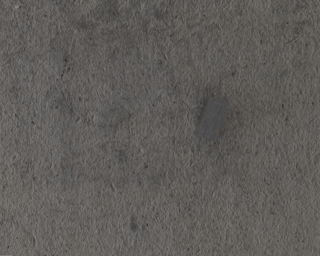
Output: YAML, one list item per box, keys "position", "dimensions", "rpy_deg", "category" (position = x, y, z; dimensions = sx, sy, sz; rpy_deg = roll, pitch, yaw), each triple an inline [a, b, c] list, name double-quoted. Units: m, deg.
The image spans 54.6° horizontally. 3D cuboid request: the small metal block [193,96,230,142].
- position: [0.065, -0.011, 0.398]
  dimensions: [0.025, 0.050, 0.050]
  rpy_deg: [18, 90, 0]
  category: "small metal block"
